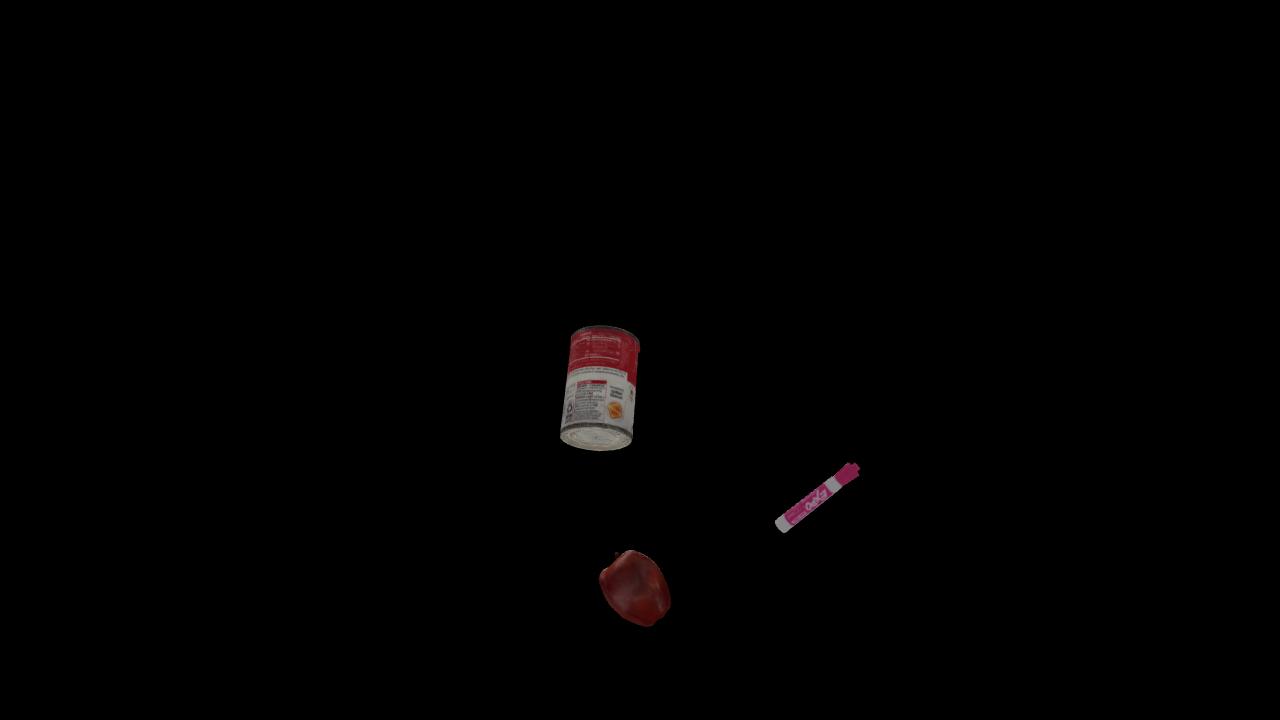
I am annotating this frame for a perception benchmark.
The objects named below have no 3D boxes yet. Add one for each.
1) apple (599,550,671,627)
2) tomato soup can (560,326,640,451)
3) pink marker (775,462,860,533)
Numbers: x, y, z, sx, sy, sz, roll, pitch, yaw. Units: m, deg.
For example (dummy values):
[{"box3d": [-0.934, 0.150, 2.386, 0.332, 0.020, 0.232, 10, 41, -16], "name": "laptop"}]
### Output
[{"box3d": [-0.005, 0.276, 0.749, 0.079, 0.093, 0.079, -36, -9, -7], "name": "apple"}, {"box3d": [-0.036, 0.027, 0.574, 0.068, 0.101, 0.068, 3, -27, 1], "name": "tomato soup can"}, {"box3d": [0.210, 0.162, 0.726, 0.121, 0.020, 0.020, -45, -18, 19], "name": "pink marker"}]
